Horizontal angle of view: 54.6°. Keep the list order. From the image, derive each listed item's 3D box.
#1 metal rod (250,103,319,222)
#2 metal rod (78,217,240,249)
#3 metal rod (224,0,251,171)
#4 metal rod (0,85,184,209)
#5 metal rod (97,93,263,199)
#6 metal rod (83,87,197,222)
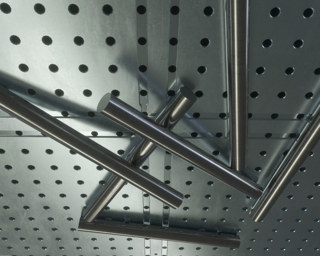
[{"bbox_3d":[0.197,0.043,0.448,0.025,0.025,0.298,8,130,-7],"label":"metal rod"},{"bbox_3d":[0.003,0.195,0.577,0.302,0.025,0.025,9,130,-8],"label":"metal rod"},{"bbox_3d":[0.091,-0.059,0.362,0.025,0.025,0.299,-7,130,6],"label":"metal rod"},{"bbox_3d":[-0.093,0.028,0.411,0.301,0.025,0.025,33,123,-17],"label":"metal rod"},{"bbox_3d":[0.047,0.038,0.419,0.301,0.025,0.025,31,124,-33],"label":"metal rod"},{"bbox_3d":[-0.044,0.056,0.458,0.025,0.025,0.298,25,126,-20],"label":"metal rod"}]
